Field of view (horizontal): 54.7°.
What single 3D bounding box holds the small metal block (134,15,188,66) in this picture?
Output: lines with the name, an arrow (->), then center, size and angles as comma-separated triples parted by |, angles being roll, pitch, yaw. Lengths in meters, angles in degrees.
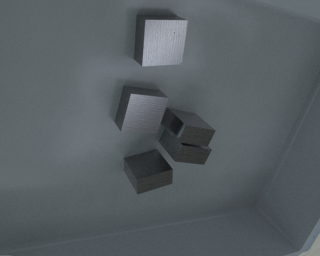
small metal block -> 0.000, -0.099, 0.349 | 0.050, 0.025, 0.050 | -8, 122, -25

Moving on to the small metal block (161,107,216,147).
small metal block -> 0.037, -0.001, 0.414 | 0.050, 0.050, 0.025 | 10, 113, -33

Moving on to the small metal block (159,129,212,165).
small metal block -> 0.034, 0.024, 0.428 | 0.050, 0.050, 0.025 | 10, 113, -33

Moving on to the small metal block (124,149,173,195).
small metal block -> -0.017, 0.058, 0.421 | 0.050, 0.050, 0.025 | -14, 124, -21

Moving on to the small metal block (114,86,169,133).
small metal block -> -0.023, -0.022, 0.384 | 0.050, 0.025, 0.050 | 3, 117, -30
